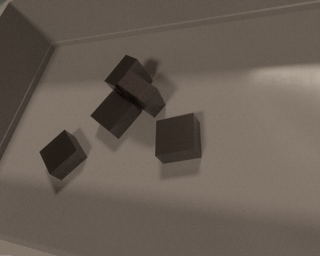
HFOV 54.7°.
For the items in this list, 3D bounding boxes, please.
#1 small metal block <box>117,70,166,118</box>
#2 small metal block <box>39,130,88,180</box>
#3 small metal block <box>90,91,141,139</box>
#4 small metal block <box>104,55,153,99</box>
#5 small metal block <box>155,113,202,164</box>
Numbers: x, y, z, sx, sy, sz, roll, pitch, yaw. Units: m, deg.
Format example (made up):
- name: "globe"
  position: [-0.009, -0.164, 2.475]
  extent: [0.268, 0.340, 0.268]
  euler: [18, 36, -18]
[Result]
- name: "small metal block"
  position: [-0.024, -0.046, 0.422]
  extent: [0.050, 0.050, 0.025]
  euler: [36, 82, 23]
- name: "small metal block"
  position: [-0.142, 0.039, 0.454]
  extent: [0.050, 0.025, 0.050]
  euler: [-42, 51, -1]
- name: "small metal block"
  position: [-0.064, -0.020, 0.450]
  extent: [0.050, 0.025, 0.050]
  euler: [34, 81, 38]
- name: "small metal block"
  position: [-0.045, -0.070, 0.454]
  extent: [0.025, 0.050, 0.050]
  euler: [29, 78, 37]
- name: "small metal block"
  position: [0.023, 0.013, 0.385]
  extent: [0.050, 0.025, 0.050]
  euler: [-12, 57, 21]
